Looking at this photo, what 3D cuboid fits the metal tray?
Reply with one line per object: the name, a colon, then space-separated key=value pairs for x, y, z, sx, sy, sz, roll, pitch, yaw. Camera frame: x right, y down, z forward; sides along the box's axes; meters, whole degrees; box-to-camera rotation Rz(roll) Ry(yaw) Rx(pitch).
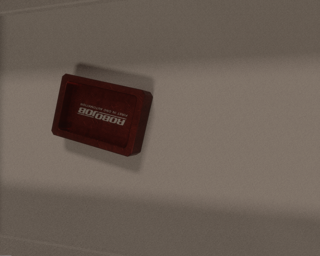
metal tray: x=-0.083 y=-0.020 z=0.435 sx=0.130 sy=0.030 sz=0.089 roll=14 pitch=95 yaw=19
